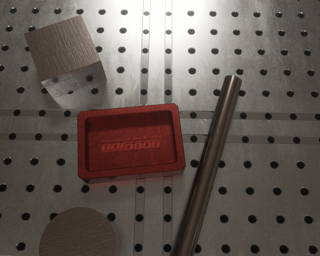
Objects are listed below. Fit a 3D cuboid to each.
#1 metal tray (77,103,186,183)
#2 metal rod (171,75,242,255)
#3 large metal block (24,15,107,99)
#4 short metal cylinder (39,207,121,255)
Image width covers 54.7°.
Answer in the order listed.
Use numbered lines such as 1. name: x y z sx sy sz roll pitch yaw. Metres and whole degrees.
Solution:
1. metal tray: -0.037 0.019 0.401 0.131 0.030 0.090 -5 70 -3
2. metal rod: 0.055 0.066 0.388 0.025 0.025 0.299 18 71 6
3. large metal block: -0.130 -0.099 0.433 0.080 0.050 0.080 -22 72 -8
4. short metal cylinder: -0.087 0.132 0.349 0.081 0.050 0.080 0 70 -1
